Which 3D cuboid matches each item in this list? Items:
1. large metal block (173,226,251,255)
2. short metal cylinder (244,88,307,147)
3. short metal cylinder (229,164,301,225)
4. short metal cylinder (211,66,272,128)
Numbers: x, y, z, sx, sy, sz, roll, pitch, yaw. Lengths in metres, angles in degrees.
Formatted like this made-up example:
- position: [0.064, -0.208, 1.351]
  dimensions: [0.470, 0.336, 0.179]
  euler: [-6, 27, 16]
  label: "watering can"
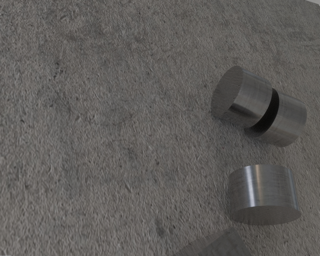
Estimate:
- position: [0.055, 0.153, 0.304]
  dimensions: [0.050, 0.080, 0.080]
  euler: [-21, 73, -36]
  label: "large metal block"
- position: [0.172, -0.016, 0.471]
  dimensions: [0.050, 0.080, 0.080]
  euler: [19, 54, -18]
  label: "short metal cylinder"
- position: [0.128, 0.085, 0.385]
  dimensions: [0.081, 0.080, 0.050]
  euler: [16, 55, -19]
  label: "short metal cylinder"
- position: [0.119, -0.046, 0.460]
  dimensions: [0.050, 0.080, 0.080]
  euler: [21, 54, -16]
  label: "short metal cylinder"
